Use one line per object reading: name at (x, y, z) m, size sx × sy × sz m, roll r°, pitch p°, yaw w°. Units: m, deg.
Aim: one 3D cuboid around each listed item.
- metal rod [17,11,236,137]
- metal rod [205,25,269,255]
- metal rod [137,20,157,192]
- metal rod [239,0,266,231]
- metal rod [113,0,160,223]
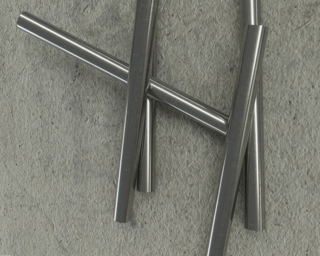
metal rod at (-0.044, -0.069, 0.390) m, size 0.301 × 0.025 × 0.025 m, roll 28°, pitch 99°, yaw 4°
metal rod at (0.085, 0.036, 0.360) m, size 0.025 × 0.025 × 0.298 m, roll 11°, pitch 101°, yaw 19°
metal rod at (-0.017, -0.066, 0.414) m, size 0.025 × 0.025 × 0.298 m, roll 1°, pitch 90°, yaw 19°
metal rod at (0.110, -0.031, 0.369) m, size 0.025 × 0.025 × 0.298 m, roll -1°, pitch 90°, yaw 19°
metal rod at (-0.031, -0.015, 0.376) m, size 0.025 × 0.025 × 0.298 m, roll 16°, pitch 111°, yaw 19°
